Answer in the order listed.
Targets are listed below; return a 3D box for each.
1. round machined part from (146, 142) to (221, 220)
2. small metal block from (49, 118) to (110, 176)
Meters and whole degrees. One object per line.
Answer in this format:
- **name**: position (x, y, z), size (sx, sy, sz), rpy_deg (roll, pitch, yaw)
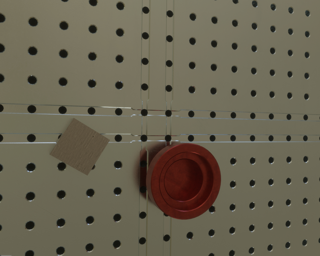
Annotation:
- **round machined part**: position (0.028, 0.068, 0.414), size (0.099, 0.042, 0.097), rpy_deg (0, 90, -20)
- **small metal block**: position (-0.098, 0.022, 0.377), size (0.050, 0.025, 0.050), rpy_deg (34, 79, -17)
